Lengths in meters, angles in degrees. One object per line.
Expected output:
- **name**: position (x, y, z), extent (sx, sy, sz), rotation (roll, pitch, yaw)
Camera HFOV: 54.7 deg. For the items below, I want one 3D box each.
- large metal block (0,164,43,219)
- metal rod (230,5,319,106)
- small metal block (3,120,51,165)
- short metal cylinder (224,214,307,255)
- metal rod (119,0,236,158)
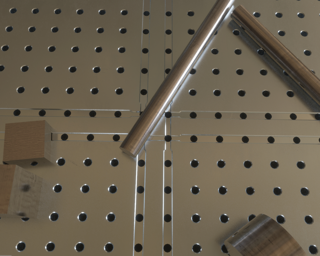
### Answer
- **large metal block**: position (-0.192, 0.074, 0.353), extent (0.081, 0.080, 0.050), rotation (1, 70, 0)
- **metal rod**: position (0.209, -0.067, 0.438), extent (0.025, 0.025, 0.300), rotation (-35, 74, -12)
- **small metal block**: position (-0.171, 0.019, 0.403), extent (0.050, 0.025, 0.050), rotation (-5, 70, -3)
- **short metal cylinder**: position (0.115, 0.141, 0.333), extent (0.050, 0.080, 0.080), rotation (-33, 74, -11)
- **metal rod**: position (0.034, -0.090, 0.444), extent (0.025, 0.025, 0.300), rotation (29, 72, 10)
